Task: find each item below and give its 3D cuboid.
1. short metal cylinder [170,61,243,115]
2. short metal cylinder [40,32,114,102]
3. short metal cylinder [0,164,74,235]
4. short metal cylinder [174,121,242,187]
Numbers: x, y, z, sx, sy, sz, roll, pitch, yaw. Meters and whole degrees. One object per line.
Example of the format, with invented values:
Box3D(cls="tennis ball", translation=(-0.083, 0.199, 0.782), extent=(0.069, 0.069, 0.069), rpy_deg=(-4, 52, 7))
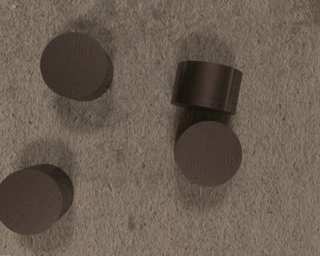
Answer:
Box3D(cls="short metal cylinder", translation=(0.057, -0.048, 0.383), extent=(0.080, 0.080, 0.050), rpy_deg=(10, 90, -1))
Box3D(cls="short metal cylinder", translation=(-0.103, -0.076, 0.396), extent=(0.081, 0.050, 0.079), rpy_deg=(0, 90, -1))
Box3D(cls="short metal cylinder", translation=(-0.157, 0.089, 0.396), extent=(0.081, 0.050, 0.079), rpy_deg=(0, 90, -1))
Box3D(cls="short metal cylinder", translation=(0.059, 0.031, 0.398), extent=(0.081, 0.050, 0.079), rpy_deg=(0, 90, -1))
